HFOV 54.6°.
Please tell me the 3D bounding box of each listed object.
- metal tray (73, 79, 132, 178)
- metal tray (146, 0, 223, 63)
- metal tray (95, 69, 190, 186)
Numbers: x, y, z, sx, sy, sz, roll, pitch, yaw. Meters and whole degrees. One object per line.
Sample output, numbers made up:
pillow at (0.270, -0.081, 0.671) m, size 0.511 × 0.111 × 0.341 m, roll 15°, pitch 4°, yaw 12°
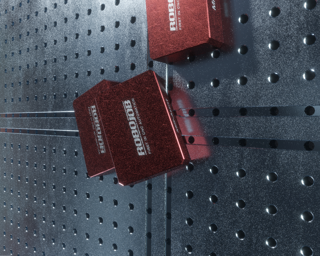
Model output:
metal tray at (-0.086, 0.002, 0.478) m, size 0.090 × 0.030 × 0.130 m, roll -25°, pitch 74°, yaw 37°
metal tray at (0.026, -0.155, 0.386) m, size 0.090 × 0.030 × 0.129 m, roll -8°, pitch 85°, yaw 40°
metal tray at (-0.025, 0.000, 0.407) m, size 0.090 × 0.030 × 0.130 m, roll -22°, pitch 75°, yaw 15°
